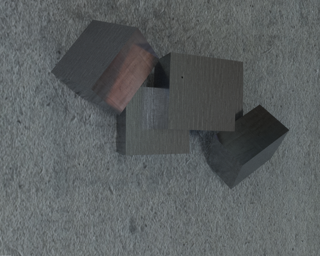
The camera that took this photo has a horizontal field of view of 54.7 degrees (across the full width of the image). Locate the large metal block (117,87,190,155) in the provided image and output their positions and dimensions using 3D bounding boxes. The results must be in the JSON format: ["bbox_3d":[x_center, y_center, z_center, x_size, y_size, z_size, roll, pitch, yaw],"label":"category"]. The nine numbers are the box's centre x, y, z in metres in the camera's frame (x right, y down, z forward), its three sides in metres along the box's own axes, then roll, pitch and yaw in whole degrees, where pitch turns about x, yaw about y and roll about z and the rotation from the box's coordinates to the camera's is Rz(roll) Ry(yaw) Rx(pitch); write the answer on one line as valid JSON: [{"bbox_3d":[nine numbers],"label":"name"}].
[{"bbox_3d":[-0.010,-0.008,0.392,0.081,0.050,0.079,0,90,-21],"label":"large metal block"}]

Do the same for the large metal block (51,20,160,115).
[{"bbox_3d":[-0.062,-0.071,0.351,0.080,0.080,0.050,-56,140,-12],"label":"large metal block"}]

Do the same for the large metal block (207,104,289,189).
[{"bbox_3d":[0.115,0.027,0.418,0.080,0.080,0.050,-33,63,-17],"label":"large metal block"}]

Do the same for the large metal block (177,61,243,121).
[{"bbox_3d":[0.065,-0.049,0.423,0.081,0.050,0.079,0,90,-21],"label":"large metal block"}]

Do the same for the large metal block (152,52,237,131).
[{"bbox_3d":[0.039,-0.037,0.357,0.081,0.050,0.079,2,89,-20],"label":"large metal block"}]
